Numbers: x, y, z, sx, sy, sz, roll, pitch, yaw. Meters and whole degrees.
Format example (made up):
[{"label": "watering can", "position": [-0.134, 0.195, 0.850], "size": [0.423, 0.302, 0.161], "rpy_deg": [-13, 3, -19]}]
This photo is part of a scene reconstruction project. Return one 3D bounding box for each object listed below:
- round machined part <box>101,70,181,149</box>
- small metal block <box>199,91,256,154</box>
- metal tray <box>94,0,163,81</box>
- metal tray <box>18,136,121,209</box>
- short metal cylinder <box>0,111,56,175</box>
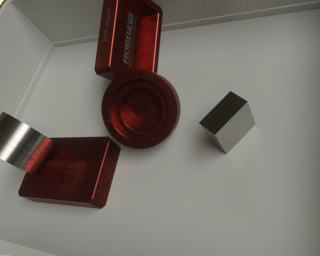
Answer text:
[{"label": "round machined part", "position": [-0.022, -0.025, 0.400], "size": [0.098, 0.042, 0.097], "rpy_deg": [2, 97, 15]}, {"label": "small metal block", "position": [0.078, -0.005, 0.351], "size": [0.050, 0.050, 0.025], "rpy_deg": [-45, 51, -4]}, {"label": "metal tray", "position": [-0.040, -0.126, 0.436], "size": [0.030, 0.090, 0.129], "rpy_deg": [-3, 77, 39]}, {"label": "metal tray", "position": [-0.126, 0.059, 0.430], "size": [0.130, 0.030, 0.090], "rpy_deg": [-2, 61, 26]}, {"label": "short metal cylinder", "position": [-0.190, 0.021, 0.416], "size": [0.080, 0.080, 0.050], "rpy_deg": [20, 73, 35]}]
